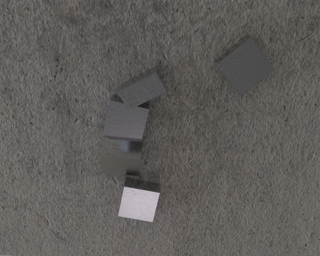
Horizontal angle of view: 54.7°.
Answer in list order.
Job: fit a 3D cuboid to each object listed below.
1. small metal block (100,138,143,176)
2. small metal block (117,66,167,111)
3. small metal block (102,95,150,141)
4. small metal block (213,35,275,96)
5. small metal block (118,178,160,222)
[{"bbox_3d":[-0.050,0.040,0.411,0.050,0.025,0.050,6,146,-2],"label":"small metal block"},{"bbox_3d":[-0.021,-0.050,0.378,0.050,0.050,0.025,-26,108,9],"label":"small metal block"},{"bbox_3d":[-0.044,-0.011,0.405,0.050,0.025,0.050,13,110,-5],"label":"small metal block"},{"bbox_3d":[0.103,-0.077,0.382,0.050,0.025,0.050,-39,106,13],"label":"small metal block"},{"bbox_3d":[-0.030,0.104,0.448,0.050,0.025,0.050,11,110,-5],"label":"small metal block"}]
